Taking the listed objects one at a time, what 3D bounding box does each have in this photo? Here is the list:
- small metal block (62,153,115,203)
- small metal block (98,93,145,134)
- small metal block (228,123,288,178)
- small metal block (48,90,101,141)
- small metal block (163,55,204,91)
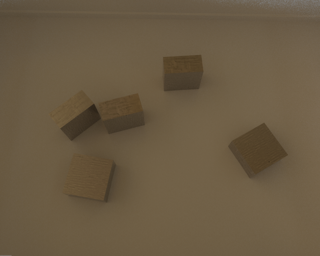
[{"bbox_3d":[-0.087,0.062,0.386,0.050,0.025,0.050,10,70,3],"label":"small metal block"},{"bbox_3d":[-0.048,-0.018,0.402,0.050,0.050,0.025,-15,71,-6],"label":"small metal block"},{"bbox_3d":[0.126,0.029,0.401,0.050,0.025,0.050,-28,73,-10],"label":"small metal block"},{"bbox_3d":[-0.108,-0.015,0.401,0.050,0.050,0.025,-39,75,-13],"label":"small metal block"},{"bbox_3d":[0.030,-0.074,0.424,0.050,0.050,0.025,-4,70,-2],"label":"small metal block"}]
